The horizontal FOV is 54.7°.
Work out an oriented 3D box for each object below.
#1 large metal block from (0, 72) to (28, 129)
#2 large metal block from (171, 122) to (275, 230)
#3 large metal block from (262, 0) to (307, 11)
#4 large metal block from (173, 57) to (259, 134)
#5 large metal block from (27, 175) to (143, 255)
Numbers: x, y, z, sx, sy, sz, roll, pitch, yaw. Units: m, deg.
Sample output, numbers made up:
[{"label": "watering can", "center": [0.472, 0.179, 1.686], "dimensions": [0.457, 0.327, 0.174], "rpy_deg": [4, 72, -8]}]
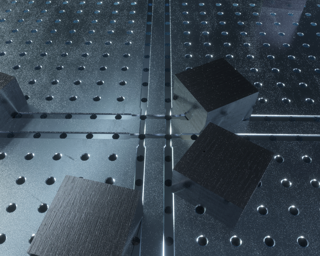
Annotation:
[{"label": "large metal block", "center": [-0.247, -0.037, 0.420], "dimensions": [0.080, 0.050, 0.080], "rpy_deg": [20, 53, 15]}, {"label": "large metal block", "center": [0.069, 0.051, 0.349], "dimensions": [0.080, 0.050, 0.080], "rpy_deg": [28, 55, 21]}, {"label": "large metal block", "center": [0.255, -0.287, 0.617], "dimensions": [0.080, 0.080, 0.050], "rpy_deg": [9, 51, 7]}, {"label": "large metal block", "center": [0.074, -0.044, 0.430], "dimensions": [0.081, 0.050, 0.080], "rpy_deg": [-22, 54, -18]}, {"label": "large metal block", "center": [-0.067, 0.101, 0.306], "dimensions": [0.080, 0.050, 0.080], "rpy_deg": [11, 51, 8]}]
